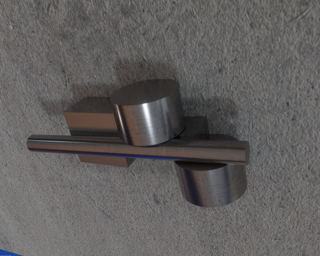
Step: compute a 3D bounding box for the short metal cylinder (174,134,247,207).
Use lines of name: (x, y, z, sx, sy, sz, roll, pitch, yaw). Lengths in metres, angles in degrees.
short metal cylinder: (0.060, 0.048, 0.369, 0.080, 0.080, 0.050, 0, 118, 28)

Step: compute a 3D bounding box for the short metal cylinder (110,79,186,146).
short metal cylinder: (-0.013, -0.021, 0.367, 0.080, 0.080, 0.050, 2, 120, 27)

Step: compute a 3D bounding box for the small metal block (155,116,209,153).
small metal block: (0.028, 0.008, 0.380, 0.050, 0.050, 0.025, 1, 119, 27)

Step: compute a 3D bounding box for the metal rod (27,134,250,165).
metal rod: (-0.046, 0.024, 0.380, 0.301, 0.025, 0.025, 1, 119, 26)

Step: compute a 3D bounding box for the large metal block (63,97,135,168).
large metal block: (-0.075, 0.004, 0.428, 0.080, 0.050, 0.079, 3, 120, 26)
